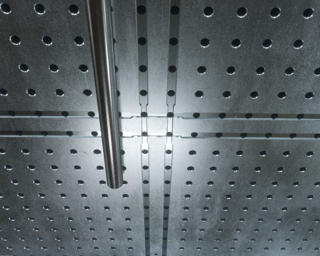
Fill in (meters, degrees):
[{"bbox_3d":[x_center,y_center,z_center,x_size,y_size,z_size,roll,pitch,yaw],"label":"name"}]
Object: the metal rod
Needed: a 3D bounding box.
[{"bbox_3d":[-0.065,-0.029,0.386,0.025,0.025,0.298,1,130,-1],"label":"metal rod"}]
